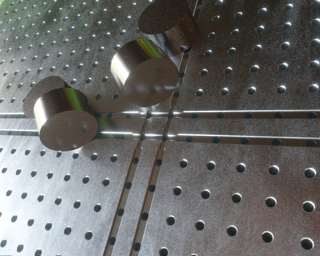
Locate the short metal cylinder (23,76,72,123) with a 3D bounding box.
[{"bbox_3d":[-0.172,-0.038,0.503,0.080,0.050,0.080,-13,56,20],"label":"short metal cylinder"}]

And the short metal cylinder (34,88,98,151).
[{"bbox_3d":[-0.137,-0.011,0.450,0.080,0.080,0.050,-35,52,5],"label":"short metal cylinder"}]

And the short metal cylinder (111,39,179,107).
[{"bbox_3d":[-0.021,-0.075,0.429,0.080,0.080,0.050,-36,51,4],"label":"short metal cylinder"}]

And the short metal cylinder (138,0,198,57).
[{"bbox_3d":[0.014,-0.158,0.481,0.080,0.050,0.080,-13,56,20],"label":"short metal cylinder"}]
